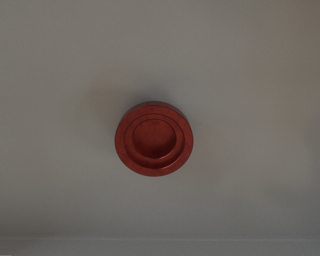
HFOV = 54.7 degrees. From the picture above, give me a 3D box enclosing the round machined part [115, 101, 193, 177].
[{"bbox_3d":[-0.007,0.011,0.406,0.099,0.042,0.097,0,110,-1],"label":"round machined part"}]
